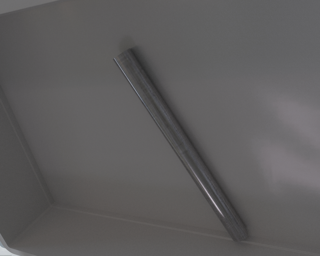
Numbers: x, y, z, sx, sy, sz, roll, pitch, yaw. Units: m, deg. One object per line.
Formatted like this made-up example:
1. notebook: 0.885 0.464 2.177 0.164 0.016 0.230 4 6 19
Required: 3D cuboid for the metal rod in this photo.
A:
1. metal rod: 0.034 0.031 0.410 0.025 0.025 0.299 -24 106 37
